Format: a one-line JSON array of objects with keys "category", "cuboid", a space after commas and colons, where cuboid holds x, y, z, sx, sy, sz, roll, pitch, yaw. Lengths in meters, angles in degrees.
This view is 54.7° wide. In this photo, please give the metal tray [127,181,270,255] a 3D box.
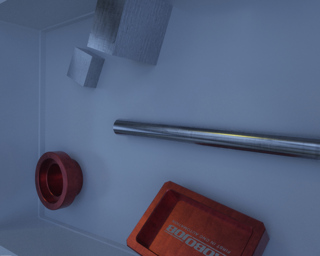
[{"category": "metal tray", "cuboid": [0.038, 0.122, 0.337, 0.130, 0.030, 0.090, 18, 62, 38]}]

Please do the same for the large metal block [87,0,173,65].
[{"category": "large metal block", "cuboid": [-0.038, -0.132, 0.400, 0.050, 0.081, 0.079, 27, 107, 36]}]

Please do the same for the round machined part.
[{"category": "round machined part", "cuboid": [-0.170, 0.088, 0.533, 0.098, 0.042, 0.097, 0, 90, 39]}]

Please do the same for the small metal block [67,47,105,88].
[{"category": "small metal block", "cuboid": [-0.121, -0.098, 0.504, 0.050, 0.025, 0.050, 33, 110, 34]}]

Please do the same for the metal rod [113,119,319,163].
[{"category": "metal rod", "cuboid": [0.057, 0.010, 0.358, 0.300, 0.025, 0.025, 6, 94, 39]}]
